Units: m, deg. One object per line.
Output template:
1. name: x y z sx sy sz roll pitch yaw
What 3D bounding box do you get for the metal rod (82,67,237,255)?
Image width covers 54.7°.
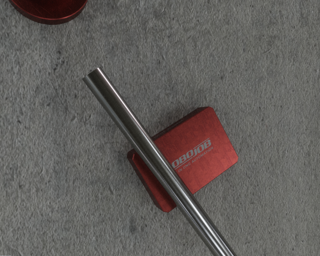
1. metal rod: 0.007 0.057 0.380 0.025 0.025 0.299 -39 103 -16

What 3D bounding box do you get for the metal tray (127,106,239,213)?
1. metal tray: 0.033 0.040 0.420 0.131 0.030 0.090 -32 101 -18

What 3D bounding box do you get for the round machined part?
1. round machined part: -0.128 -0.173 0.353 0.099 0.042 0.097 0 90 -21
